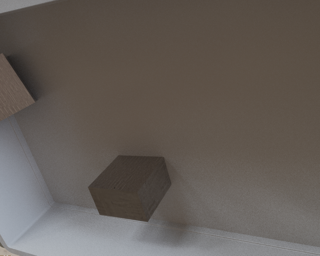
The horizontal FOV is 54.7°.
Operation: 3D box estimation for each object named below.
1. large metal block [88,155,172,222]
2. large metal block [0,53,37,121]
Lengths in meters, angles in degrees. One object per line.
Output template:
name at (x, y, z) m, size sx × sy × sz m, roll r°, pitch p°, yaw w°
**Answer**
large metal block at (-0.041, 0.083, 0.446) m, size 0.080 × 0.080 × 0.050 m, roll -1°, pitch 118°, yaw 29°
large metal block at (-0.243, -0.054, 0.460) m, size 0.080 × 0.080 × 0.050 m, roll 61°, pitch 168°, yaw -16°
